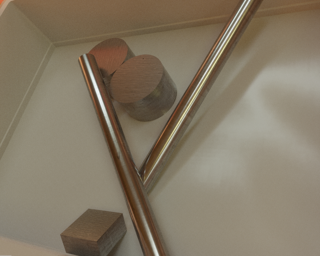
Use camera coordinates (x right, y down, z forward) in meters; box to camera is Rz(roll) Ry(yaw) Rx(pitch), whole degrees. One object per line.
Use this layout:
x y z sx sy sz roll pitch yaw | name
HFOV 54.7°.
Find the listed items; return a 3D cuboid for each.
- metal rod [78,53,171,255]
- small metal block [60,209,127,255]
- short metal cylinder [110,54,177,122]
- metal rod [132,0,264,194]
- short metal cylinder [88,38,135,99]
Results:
-0.052 0.020 0.377 0.025 0.025 0.299 -30 60 9 | metal rod
-0.074 0.119 0.353 0.050 0.025 0.050 -1 20 27 | small metal block
-0.023 -0.056 0.434 0.080 0.050 0.080 -13 57 20 | short metal cylinder
0.051 -0.055 0.379 0.025 0.025 0.299 29 87 37 | metal rod
-0.073 -0.093 0.483 0.080 0.050 0.080 -13 56 21 | short metal cylinder
